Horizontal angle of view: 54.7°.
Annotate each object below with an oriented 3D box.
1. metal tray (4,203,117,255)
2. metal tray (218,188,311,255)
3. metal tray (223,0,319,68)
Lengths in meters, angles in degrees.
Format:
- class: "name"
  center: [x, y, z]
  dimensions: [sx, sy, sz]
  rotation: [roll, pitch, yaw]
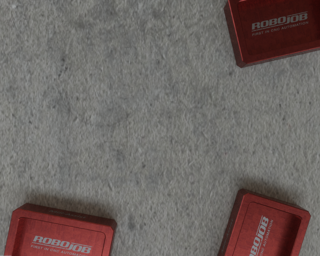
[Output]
- class: "metal tray"
  center: [-0.130, 0.157, 0.405]
  dimensions: [0.131, 0.030, 0.089]
  rotation: [11, 90, -1]
- class: "metal tray"
  center: [0.132, 0.156, 0.409]
  dimensions: [0.090, 0.030, 0.129]
  rotation: [18, 90, -1]
- class: "metal tray"
  center: [0.159, -0.139, 0.409]
  dimensions: [0.131, 0.030, 0.089]
  rotation: [-13, 90, -1]
